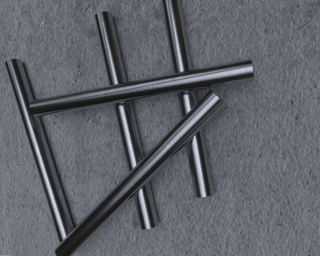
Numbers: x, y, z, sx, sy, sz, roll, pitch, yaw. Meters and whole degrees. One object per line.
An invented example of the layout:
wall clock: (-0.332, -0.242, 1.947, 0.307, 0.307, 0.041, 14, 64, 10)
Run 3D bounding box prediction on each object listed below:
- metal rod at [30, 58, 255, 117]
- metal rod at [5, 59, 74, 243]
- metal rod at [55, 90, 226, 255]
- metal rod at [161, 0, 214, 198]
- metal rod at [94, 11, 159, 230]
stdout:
metal rod: (-0.037, -0.047, 0.394, 0.301, 0.025, 0.025, -7, 88, 19)
metal rod: (-0.182, 0.035, 0.473, 0.025, 0.025, 0.299, -22, 83, 18)
metal rod: (-0.033, 0.069, 0.392, 0.299, 0.025, 0.025, -46, 76, 14)
metal rod: (0.031, -0.063, 0.397, 0.025, 0.025, 0.298, -11, 86, 19)
metal rod: (-0.047, -0.014, 0.425, 0.025, 0.025, 0.298, -15, 85, 19)
